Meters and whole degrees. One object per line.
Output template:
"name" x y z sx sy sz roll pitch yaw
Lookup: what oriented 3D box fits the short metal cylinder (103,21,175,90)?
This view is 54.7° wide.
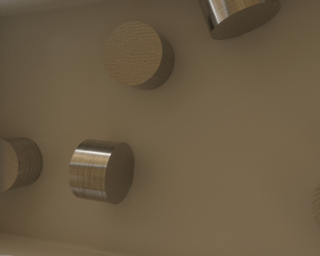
"short metal cylinder" -0.026 -0.092 0.406 0.080 0.050 0.080 0 90 20

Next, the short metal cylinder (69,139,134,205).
"short metal cylinder" -0.074 0.056 0.407 0.050 0.080 0.079 5 92 20

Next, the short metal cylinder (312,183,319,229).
"short metal cylinder" 0.203 0.079 0.312 0.080 0.050 0.079 1 92 40

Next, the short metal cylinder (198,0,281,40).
"short metal cylinder" 0.087 -0.142 0.350 0.080 0.080 0.050 -20 83 19

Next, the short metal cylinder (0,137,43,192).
"short metal cylinder" -0.231 0.055 0.479 0.080 0.050 0.080 0 90 20
